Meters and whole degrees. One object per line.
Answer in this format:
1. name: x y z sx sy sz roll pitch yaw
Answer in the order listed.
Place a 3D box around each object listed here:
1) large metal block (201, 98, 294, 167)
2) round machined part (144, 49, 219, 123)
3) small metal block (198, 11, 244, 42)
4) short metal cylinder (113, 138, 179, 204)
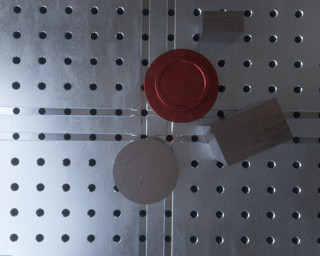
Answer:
1. large metal block: 0.103 0.004 0.386 0.080 0.080 0.050 -24 90 0
2. round machined part: 0.028 -0.055 0.405 0.099 0.042 0.097 0 90 0
3. small metal block: 0.077 -0.130 0.401 0.050 0.050 0.025 0 90 0
4. short metal cylinder: -0.017 0.053 0.401 0.081 0.050 0.080 0 90 0
